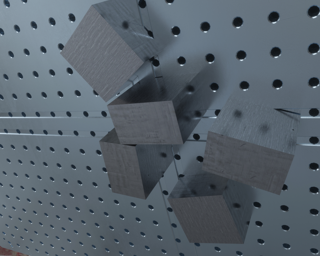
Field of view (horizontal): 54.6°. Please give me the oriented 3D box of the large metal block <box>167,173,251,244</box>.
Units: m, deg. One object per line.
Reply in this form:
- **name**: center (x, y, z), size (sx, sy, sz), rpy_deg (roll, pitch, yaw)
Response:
- **large metal block**: center (0.069, 0.110, 0.427), size (0.080, 0.050, 0.080), rpy_deg (-13, 112, 33)

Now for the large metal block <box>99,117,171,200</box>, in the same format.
- **large metal block**: center (-0.029, 0.034, 0.412), size (0.050, 0.080, 0.080), rpy_deg (6, 121, 25)

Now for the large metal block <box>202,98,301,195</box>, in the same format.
- **large metal block**: center (0.099, 0.015, 0.333), size (0.080, 0.080, 0.050), rpy_deg (17, 125, 19)

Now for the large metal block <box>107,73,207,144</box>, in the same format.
- **large metal block**: center (0.000, -0.023, 0.362), size (0.080, 0.080, 0.050), rpy_deg (-2, 118, 29)

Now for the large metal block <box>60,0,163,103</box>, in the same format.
- **large metal block**: center (-0.058, -0.091, 0.370), size (0.080, 0.050, 0.080), rpy_deg (47, 129, -5)
